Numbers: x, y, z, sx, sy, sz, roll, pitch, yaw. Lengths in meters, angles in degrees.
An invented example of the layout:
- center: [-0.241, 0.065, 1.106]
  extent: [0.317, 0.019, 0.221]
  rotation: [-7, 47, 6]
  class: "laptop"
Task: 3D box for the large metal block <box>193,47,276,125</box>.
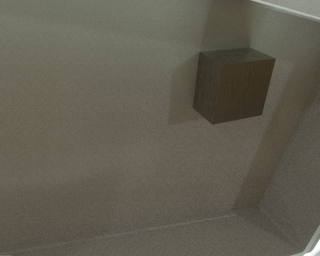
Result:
- center: [0.095, -0.057, 0.408]
  extent: [0.081, 0.050, 0.079]
  rotation: [-11, 123, -23]
  class: "large metal block"
